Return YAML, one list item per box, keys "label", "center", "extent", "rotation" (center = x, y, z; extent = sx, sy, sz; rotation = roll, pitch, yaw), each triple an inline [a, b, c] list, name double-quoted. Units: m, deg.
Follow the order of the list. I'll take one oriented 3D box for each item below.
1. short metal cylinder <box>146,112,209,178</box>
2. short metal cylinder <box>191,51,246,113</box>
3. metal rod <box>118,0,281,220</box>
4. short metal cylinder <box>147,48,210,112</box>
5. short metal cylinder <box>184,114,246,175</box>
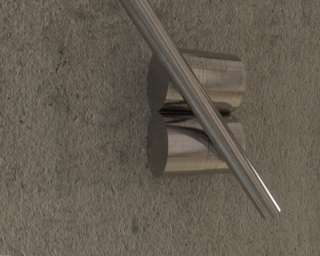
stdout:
- label: "short metal cylinder"
  center: [0.019, 0.021, 0.388]
  extent: [0.050, 0.080, 0.079]
  rotation: [1, 90, -20]
- label: "short metal cylinder"
  center: [0.067, -0.059, 0.406]
  extent: [0.050, 0.080, 0.079]
  rotation: [1, 90, -20]
- label: "metal rod"
  center: [0.050, -0.018, 0.344]
  extent: [0.025, 0.025, 0.299]
  rotation: [-38, 103, -16]
- label: "short metal cylinder"
  center: [0.020, -0.060, 0.389]
  extent: [0.050, 0.080, 0.079]
  rotation: [1, 90, -20]
- label: "short metal cylinder"
  center: [0.067, 0.021, 0.406]
  extent: [0.050, 0.080, 0.079]
  rotation: [1, 90, -20]
